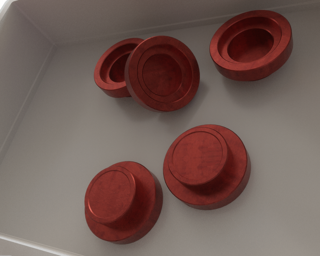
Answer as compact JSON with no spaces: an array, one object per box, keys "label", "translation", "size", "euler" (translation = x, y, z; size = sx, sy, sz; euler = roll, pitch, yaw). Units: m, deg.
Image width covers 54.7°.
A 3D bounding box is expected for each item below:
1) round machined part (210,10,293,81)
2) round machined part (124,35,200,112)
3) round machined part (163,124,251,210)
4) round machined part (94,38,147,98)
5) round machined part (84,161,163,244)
[{"label":"round machined part","translation":[0.117,-0.099,0.394],"size":[0.098,0.042,0.098],"euler":[-13,56,21]},{"label":"round machined part","translation":[0.000,-0.069,0.414],"size":[0.098,0.098,0.042],"euler":[-58,17,-13]},{"label":"round machined part","translation":[0.048,0.038,0.347],"size":[0.098,0.042,0.098],"euler":[-13,56,21]},{"label":"round machined part","translation":[-0.048,-0.086,0.473],"size":[0.098,0.042,0.098],"euler":[-13,56,21]},{"label":"round machined part","translation":[-0.050,0.084,0.370],"size":[0.098,0.042,0.098],"euler":[-13,56,21]}]
